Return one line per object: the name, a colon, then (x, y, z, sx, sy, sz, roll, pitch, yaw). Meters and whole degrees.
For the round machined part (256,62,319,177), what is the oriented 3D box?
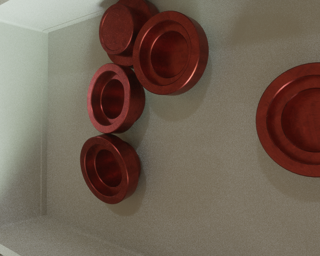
round machined part: (0.142, -0.007, 0.279, 0.098, 0.042, 0.097, 0, 90, 40)

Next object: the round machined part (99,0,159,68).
round machined part: (-0.047, -0.134, 0.432, 0.098, 0.042, 0.097, 3, 95, 39)

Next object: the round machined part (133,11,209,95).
round machined part: (0.017, -0.088, 0.380, 0.098, 0.042, 0.097, 2, 93, 37)

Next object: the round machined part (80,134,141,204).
round machined part: (-0.066, 0.055, 0.442, 0.098, 0.042, 0.097, 12, 110, 37)

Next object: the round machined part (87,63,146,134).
round machined part: (-0.059, -0.040, 0.441, 0.098, 0.042, 0.097, -2, 87, 44)
